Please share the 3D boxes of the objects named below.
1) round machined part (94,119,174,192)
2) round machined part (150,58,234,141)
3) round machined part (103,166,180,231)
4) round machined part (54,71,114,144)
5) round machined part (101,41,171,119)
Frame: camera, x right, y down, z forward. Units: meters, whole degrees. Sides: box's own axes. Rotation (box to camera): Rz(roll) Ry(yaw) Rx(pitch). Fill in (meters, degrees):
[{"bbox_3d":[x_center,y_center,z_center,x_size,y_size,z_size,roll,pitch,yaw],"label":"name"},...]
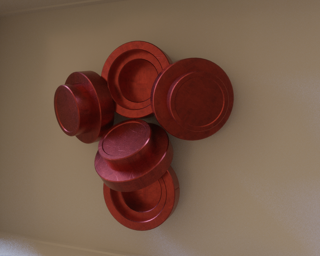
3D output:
[{"bbox_3d":[-0.036,0.026,0.382,0.098,0.098,0.042,-7,132,20],"label":"round machined part"},{"bbox_3d":[0.040,-0.033,0.361,0.099,0.042,0.097,-2,101,-10],"label":"round machined part"},{"bbox_3d":[-0.021,0.080,0.406,0.098,0.042,0.097,0,90,20],"label":"round machined part"},{"bbox_3d":[-0.107,-0.026,0.414,0.098,0.042,0.097,17,113,44],"label":"round machined part"},{"bbox_3d":[-0.024,-0.061,0.407,0.098,0.042,0.097,0,90,20],"label":"round machined part"}]
